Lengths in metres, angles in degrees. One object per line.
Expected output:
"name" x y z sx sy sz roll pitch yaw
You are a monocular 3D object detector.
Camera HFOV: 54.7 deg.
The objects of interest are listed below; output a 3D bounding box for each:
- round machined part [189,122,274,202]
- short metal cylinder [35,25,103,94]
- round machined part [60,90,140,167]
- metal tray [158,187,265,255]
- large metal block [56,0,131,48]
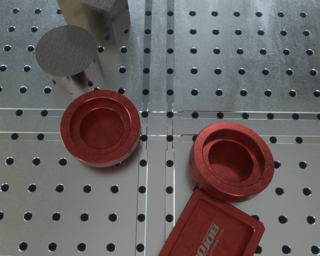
"round machined part" 0.083 0.044 0.378 0.099 0.042 0.098 5 56 -8
"short metal cylinder" -0.124 -0.095 0.432 0.081 0.050 0.080 0 70 0
"round machined part" -0.074 0.003 0.401 0.099 0.042 0.098 0 70 0
"metal tray" 0.050 0.147 0.355 0.090 0.030 0.130 29 72 10
"large metal block" -0.093 -0.171 0.444 0.080 0.080 0.050 21 72 7
